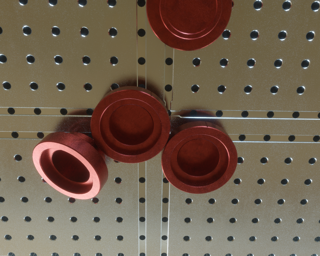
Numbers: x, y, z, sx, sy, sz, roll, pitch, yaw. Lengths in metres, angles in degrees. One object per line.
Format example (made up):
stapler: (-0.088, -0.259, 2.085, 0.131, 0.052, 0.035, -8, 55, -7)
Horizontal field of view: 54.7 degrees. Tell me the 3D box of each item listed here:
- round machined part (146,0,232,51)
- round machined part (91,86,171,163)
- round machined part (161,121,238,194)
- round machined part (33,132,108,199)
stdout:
round machined part: (0.034, -0.138, 0.354, 0.099, 0.042, 0.097, 0, 110, -1)
round machined part: (-0.036, -0.007, 0.401, 0.099, 0.042, 0.097, 0, 110, -1)
round machined part: (0.051, 0.036, 0.418, 0.099, 0.042, 0.097, 0, 110, -1)
round machined part: (-0.111, 0.044, 0.406, 0.098, 0.042, 0.097, 12, 129, 16)
